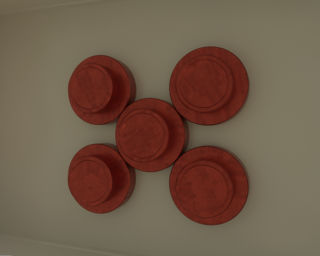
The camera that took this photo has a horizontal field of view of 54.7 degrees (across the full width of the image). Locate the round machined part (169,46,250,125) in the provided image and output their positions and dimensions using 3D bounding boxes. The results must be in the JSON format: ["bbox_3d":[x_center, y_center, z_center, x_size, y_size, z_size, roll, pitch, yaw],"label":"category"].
[{"bbox_3d":[0.058,-0.052,0.379,0.098,0.042,0.097,0,90,19],"label":"round machined part"}]

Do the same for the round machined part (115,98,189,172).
[{"bbox_3d":[-0.015,0.009,0.404,0.098,0.042,0.097,0,90,19],"label":"round machined part"}]

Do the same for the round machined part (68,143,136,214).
[{"bbox_3d":[-0.087,0.071,0.429,0.098,0.042,0.097,0,90,19],"label":"round machined part"}]

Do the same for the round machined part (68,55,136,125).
[{"bbox_3d":[-0.087,-0.053,0.429,0.098,0.042,0.097,0,90,19],"label":"round machined part"}]

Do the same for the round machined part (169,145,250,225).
[{"bbox_3d":[0.058,0.071,0.379,0.098,0.042,0.097,0,90,19],"label":"round machined part"}]
